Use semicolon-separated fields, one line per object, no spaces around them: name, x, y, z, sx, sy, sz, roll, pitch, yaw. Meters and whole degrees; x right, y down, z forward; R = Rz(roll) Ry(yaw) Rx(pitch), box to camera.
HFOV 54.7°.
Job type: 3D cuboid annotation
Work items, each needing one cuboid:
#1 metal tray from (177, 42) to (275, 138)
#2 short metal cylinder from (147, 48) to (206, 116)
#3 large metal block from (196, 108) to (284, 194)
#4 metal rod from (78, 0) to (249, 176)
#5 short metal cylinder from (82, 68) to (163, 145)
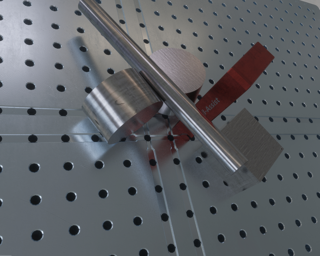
metal tray;0.085;-0.048;0.416;0.030;0.129;0.090;45;51;2
short metal cylinder;0.017;-0.064;0.429;0.081;0.050;0.080;5;57;-8
large metal block;0.113;0.031;0.434;0.080;0.050;0.080;48;51;5
metal rod;-0.008;-0.064;0.378;0.025;0.025;0.300;-26;66;-37
short metal cylinder;-0.043;-0.025;0.365;0.081;0.080;0.050;-32;80;-38
